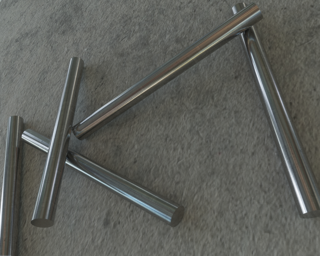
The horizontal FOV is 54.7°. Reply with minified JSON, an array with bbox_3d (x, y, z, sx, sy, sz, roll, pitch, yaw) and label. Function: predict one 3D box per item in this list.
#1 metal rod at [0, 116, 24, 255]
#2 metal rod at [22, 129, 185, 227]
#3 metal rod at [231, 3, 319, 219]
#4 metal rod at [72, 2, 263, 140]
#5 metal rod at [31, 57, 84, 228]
[{"bbox_3d":[-0.218,0.103,0.452,0.025,0.025,0.299,-25,53,12],"label":"metal rod"},{"bbox_3d":[-0.097,0.054,0.419,0.300,0.025,0.025,20,72,35],"label":"metal rod"},{"bbox_3d":[0.128,-0.046,0.364,0.025,0.025,0.299,-18,55,17],"label":"metal rod"},{"bbox_3d":[0.001,-0.071,0.427,0.300,0.025,0.025,-33,52,13],"label":"metal rod"},{"bbox_3d":[-0.141,-0.004,0.452,0.025,0.025,0.300,-19,46,17],"label":"metal rod"}]
